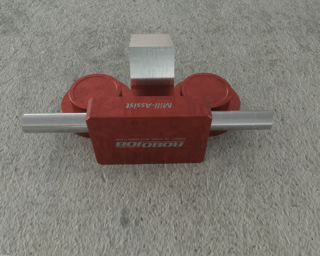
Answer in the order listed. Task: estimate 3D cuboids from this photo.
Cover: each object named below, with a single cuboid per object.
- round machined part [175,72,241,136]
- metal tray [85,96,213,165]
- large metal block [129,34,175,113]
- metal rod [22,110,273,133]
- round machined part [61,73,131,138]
[{"bbox_3d":[0.061,-0.039,0.426,0.099,0.042,0.098,0,50,0],"label":"round machined part"},{"bbox_3d":[-0.012,0.005,0.358,0.131,0.089,0.030,-1,50,-1],"label":"metal tray"},{"bbox_3d":[-0.010,-0.072,0.394,0.050,0.079,0.080,-1,27,-2],"label":"large metal block"},{"bbox_3d":[-0.014,-0.008,0.385,0.302,0.025,0.025,-1,50,-1],"label":"metal rod"},{"bbox_3d":[-0.085,-0.037,0.421,0.099,0.042,0.098,0,50,0],"label":"round machined part"}]
